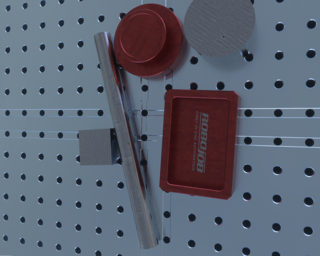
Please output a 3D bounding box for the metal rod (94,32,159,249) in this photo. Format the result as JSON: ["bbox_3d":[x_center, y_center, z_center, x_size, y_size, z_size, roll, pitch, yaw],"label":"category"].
[{"bbox_3d":[-0.048,0.013,0.428,0.025,0.025,0.298,-15,85,19],"label":"metal rod"}]

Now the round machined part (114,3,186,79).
[{"bbox_3d":[-0.018,-0.116,0.409,0.098,0.042,0.097,0,90,19],"label":"round machined part"}]

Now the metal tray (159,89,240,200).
[{"bbox_3d":[0.050,0.018,0.391,0.090,0.030,0.129,4,91,19],"label":"metal tray"}]

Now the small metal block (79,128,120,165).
[{"bbox_3d":[-0.086,0.027,0.442,0.050,0.025,0.050,-4,89,19],"label":"small metal block"}]

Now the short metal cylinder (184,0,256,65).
[{"bbox_3d":[0.074,-0.120,0.373,0.080,0.050,0.079,0,90,19],"label":"short metal cylinder"}]
